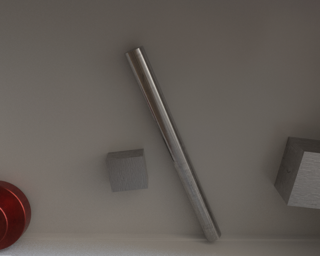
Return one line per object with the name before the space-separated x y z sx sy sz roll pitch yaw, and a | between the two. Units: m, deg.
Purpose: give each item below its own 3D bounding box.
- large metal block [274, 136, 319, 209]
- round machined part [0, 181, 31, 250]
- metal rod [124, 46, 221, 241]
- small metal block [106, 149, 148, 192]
large metal block | 0.214 0.062 0.424 0.081 0.050 0.079 7 110 -3
round machined part | -0.238 0.126 0.434 0.099 0.042 0.097 0 96 -1
metal rod | 0.025 0.034 0.424 0.025 0.025 0.299 -21 109 7
small metal block | -0.045 0.059 0.433 0.050 0.025 0.050 -7 110 2
